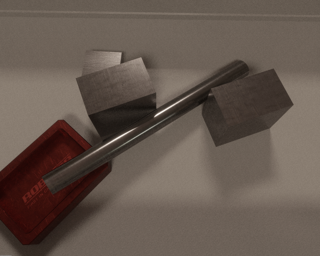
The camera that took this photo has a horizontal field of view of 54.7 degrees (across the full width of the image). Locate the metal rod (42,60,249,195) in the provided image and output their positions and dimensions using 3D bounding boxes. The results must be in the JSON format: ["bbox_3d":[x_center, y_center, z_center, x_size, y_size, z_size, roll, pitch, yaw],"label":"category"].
[{"bbox_3d":[-0.003,-0.011,0.392,0.302,0.025,0.025,-32,73,-19],"label":"metal rod"}]

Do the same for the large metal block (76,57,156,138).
[{"bbox_3d":[-0.051,-0.036,0.393,0.081,0.080,0.050,-20,72,-7],"label":"large metal block"}]

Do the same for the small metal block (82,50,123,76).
[{"bbox_3d":[-0.081,-0.080,0.438,0.050,0.025,0.050,4,70,1],"label":"small metal block"}]

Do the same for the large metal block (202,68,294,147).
[{"bbox_3d":[0.105,-0.022,0.390,0.081,0.080,0.050,-18,71,-7],"label":"large metal block"}]

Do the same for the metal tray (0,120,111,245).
[{"bbox_3d":[-0.137,0.064,0.381,0.090,0.030,0.130,41,75,13],"label":"metal tray"}]
